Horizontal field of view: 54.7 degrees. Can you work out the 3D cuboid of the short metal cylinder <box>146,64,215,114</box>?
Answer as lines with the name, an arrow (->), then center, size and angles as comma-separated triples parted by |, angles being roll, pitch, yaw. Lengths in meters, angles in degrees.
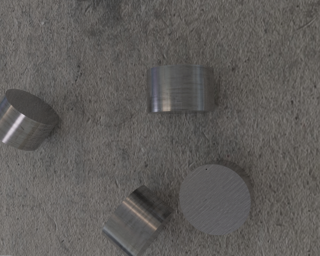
short metal cylinder -> 0.024, -0.043, 0.371 | 0.080, 0.080, 0.050 | -1, 90, 20

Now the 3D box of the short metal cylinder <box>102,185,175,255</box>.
short metal cylinder -> -0.026, 0.119, 0.389 | 0.050, 0.080, 0.080 | 37, 102, 16

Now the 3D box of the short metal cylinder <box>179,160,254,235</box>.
short metal cylinder -> 0.069, 0.080, 0.371 | 0.080, 0.050, 0.080 | 0, 90, 20

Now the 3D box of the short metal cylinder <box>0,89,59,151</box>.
short metal cylinder -> -0.197, -0.012, 0.449 | 0.080, 0.080, 0.050 | 43, 104, 15
